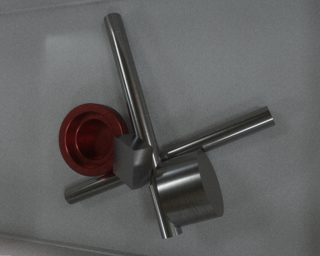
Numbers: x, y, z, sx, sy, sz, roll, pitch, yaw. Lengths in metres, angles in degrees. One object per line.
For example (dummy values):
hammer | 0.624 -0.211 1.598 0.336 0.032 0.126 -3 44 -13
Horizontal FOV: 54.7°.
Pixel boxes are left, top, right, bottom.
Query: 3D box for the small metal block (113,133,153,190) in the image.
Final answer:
small metal block | -0.034 0.039 0.376 0.050 0.025 0.050 29 120 50

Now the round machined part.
round machined part | -0.086 0.016 0.430 0.098 0.042 0.097 0 90 19

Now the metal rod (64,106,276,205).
metal rod | -0.001 0.043 0.408 0.300 0.025 0.025 -24 82 18

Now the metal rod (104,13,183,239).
metal rod | -0.026 -0.013 0.398 0.025 0.025 0.299 -20 76 18

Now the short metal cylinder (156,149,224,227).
short metal cylinder | 0.037 0.071 0.366 0.050 0.080 0.080 -21 83 18
